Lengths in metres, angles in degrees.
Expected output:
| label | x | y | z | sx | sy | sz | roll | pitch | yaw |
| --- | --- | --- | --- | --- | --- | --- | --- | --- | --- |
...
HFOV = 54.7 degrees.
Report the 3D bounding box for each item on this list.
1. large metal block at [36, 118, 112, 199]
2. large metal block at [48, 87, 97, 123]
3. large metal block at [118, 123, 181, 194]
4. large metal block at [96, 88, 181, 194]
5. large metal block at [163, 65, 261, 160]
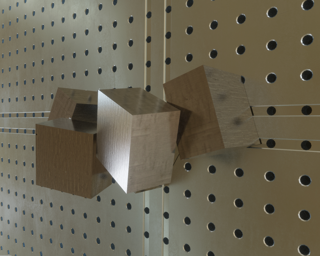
| label | x | y | z | sx | sy | sz | roll | pitch | yaw |
| --- | --- | --- | --- | --- | --- | --- | --- | --- | --- |
| large metal block | -0.107 | 0.035 | 0.394 | 0.080 | 0.050 | 0.079 | 9 | 104 | 18 |
| large metal block | -0.117 | -0.011 | 0.466 | 0.050 | 0.081 | 0.079 | 37 | 112 | 33 |
| large metal block | -0.024 | 0.026 | 0.410 | 0.080 | 0.050 | 0.079 | 39 | 114 | 32 |
| large metal block | -0.027 | 0.008 | 0.323 | 0.080 | 0.050 | 0.079 | 35 | 126 | 50 |
| large metal block | 0.056 | -0.014 | 0.326 | 0.050 | 0.081 | 0.080 | -21 | 77 | 38 |
